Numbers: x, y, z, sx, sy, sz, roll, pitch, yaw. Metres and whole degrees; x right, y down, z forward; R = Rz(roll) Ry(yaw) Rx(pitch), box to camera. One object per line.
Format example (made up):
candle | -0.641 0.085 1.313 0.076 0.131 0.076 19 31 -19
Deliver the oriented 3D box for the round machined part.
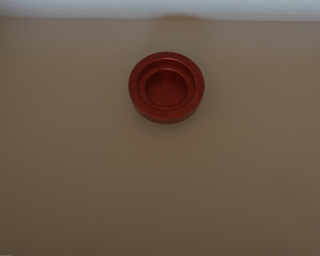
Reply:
round machined part | 0.009 -0.050 0.419 0.099 0.042 0.098 0 70 0
